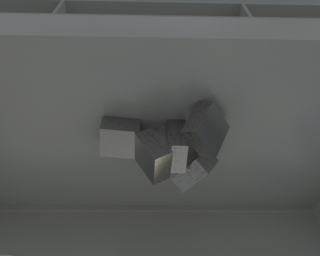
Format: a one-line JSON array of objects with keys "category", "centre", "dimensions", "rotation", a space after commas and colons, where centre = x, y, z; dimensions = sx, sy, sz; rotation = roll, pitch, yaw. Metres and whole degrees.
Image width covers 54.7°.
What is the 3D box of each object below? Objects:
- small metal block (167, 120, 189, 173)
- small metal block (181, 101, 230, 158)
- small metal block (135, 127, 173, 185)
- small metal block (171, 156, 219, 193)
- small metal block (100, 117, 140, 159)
[{"category": "small metal block", "centre": [0.022, 0.024, 0.412], "dimensions": [0.025, 0.050, 0.050], "rotation": [1, 130, -1]}, {"category": "small metal block", "centre": [0.058, 0.002, 0.389], "dimensions": [0.025, 0.050, 0.050], "rotation": [0, 140, 44]}, {"category": "small metal block", "centre": [-0.009, 0.036, 0.397], "dimensions": [0.025, 0.050, 0.050], "rotation": [-21, 138, -24]}, {"category": "small metal block", "centre": [0.050, 0.059, 0.439], "dimensions": [0.025, 0.050, 0.050], "rotation": [50, 120, 6]}, {"category": "small metal block", "centre": [-0.054, 0.014, 0.417], "dimensions": [0.050, 0.025, 0.050], "rotation": [5, 130, -5]}]
